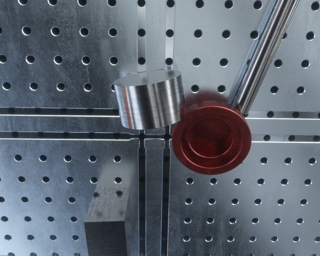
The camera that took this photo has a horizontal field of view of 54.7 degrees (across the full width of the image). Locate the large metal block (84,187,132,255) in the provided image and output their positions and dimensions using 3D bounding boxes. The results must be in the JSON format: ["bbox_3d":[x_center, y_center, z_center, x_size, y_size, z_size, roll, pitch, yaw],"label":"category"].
[{"bbox_3d":[-0.068,0.139,0.435,0.050,0.080,0.079,-2,110,0],"label":"large metal block"}]

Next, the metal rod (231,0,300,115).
[{"bbox_3d":[0.151,-0.155,0.358,0.025,0.025,0.298,17,109,-7],"label":"metal rod"}]

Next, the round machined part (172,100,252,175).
[{"bbox_3d":[0.066,0.009,0.405,0.099,0.042,0.097,2,115,4],"label":"round machined part"}]

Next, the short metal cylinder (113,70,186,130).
[{"bbox_3d":[-0.011,-0.036,0.371,0.080,0.080,0.050,-8,110,2],"label":"short metal cylinder"}]
